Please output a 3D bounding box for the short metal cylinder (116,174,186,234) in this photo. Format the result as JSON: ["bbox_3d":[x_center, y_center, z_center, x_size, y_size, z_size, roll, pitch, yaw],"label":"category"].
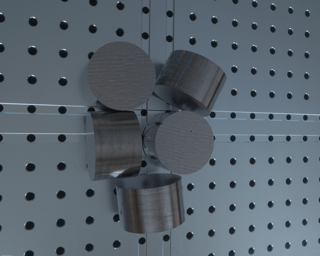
[{"bbox_3d":[-0.011,0.089,0.379,0.081,0.080,0.050,-7,93,-20],"label":"short metal cylinder"}]

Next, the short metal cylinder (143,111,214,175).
[{"bbox_3d":[0.023,0.018,0.408,0.081,0.050,0.079,0,91,-21],"label":"short metal cylinder"}]

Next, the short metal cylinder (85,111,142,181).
[{"bbox_3d":[-0.057,0.020,0.363,0.050,0.080,0.079,-3,91,-21],"label":"short metal cylinder"}]

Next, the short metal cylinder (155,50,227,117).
[{"bbox_3d":[0.038,-0.056,0.397,0.080,0.080,0.050,30,80,-18],"label":"short metal cylinder"}]

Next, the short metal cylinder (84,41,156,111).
[{"bbox_3d":[-0.051,-0.060,0.380,0.081,0.050,0.079,0,90,-19],"label":"short metal cylinder"}]
